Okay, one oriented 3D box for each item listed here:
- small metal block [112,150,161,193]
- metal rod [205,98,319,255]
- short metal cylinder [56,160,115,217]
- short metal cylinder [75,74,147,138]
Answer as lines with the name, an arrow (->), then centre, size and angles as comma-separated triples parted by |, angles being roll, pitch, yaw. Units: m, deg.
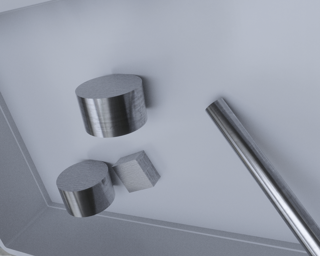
small metal block -> -0.036, 0.066, 0.467 | 0.050, 0.025, 0.050 | -21, 108, 35
metal rod -> 0.142, 0.094, 0.319 | 0.025, 0.025, 0.299 | -47, 69, 39
short metal cylinder -> -0.116, 0.094, 0.490 | 0.080, 0.080, 0.050 | 4, 120, 26
short metal cylinder -> -0.059, -0.030, 0.384 | 0.080, 0.080, 0.050 | 7, 121, 24
